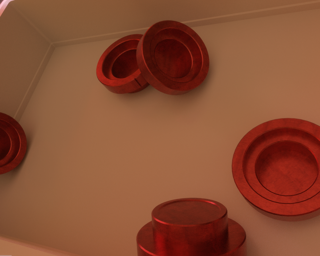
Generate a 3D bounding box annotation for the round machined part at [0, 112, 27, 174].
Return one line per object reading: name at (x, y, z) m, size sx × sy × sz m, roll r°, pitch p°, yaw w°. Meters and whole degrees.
round machined part at (-0.265, 0.025, 0.482) m, size 0.042 × 0.098 × 0.098 m, roll -12°, pitch 56°, yaw 39°

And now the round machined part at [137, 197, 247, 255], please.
round machined part at (0.028, 0.095, 0.282) m, size 0.098 × 0.099 × 0.042 m, roll -1°, pitch 96°, yaw 27°

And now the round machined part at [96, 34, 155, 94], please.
round machined part at (-0.044, -0.092, 0.473) m, size 0.098 × 0.042 × 0.098 m, roll -13°, pitch 56°, yaw 20°

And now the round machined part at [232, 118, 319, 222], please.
round machined part at (0.124, 0.043, 0.303) m, size 0.098 × 0.042 × 0.098 m, roll -13°, pitch 56°, yaw 20°

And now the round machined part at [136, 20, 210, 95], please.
round machined part at (0.014, -0.091, 0.419) m, size 0.042 × 0.098 × 0.098 m, roll -27°, pitch 39°, yaw 63°
